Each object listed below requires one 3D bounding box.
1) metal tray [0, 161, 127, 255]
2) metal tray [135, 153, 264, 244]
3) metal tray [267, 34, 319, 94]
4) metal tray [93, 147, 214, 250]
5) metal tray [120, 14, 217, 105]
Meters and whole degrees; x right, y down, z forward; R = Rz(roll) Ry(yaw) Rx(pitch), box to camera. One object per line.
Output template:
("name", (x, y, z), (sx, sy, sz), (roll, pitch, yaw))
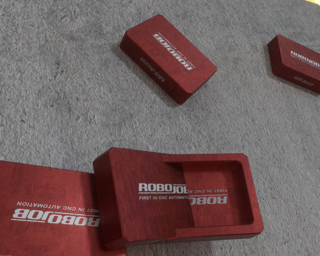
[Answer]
("metal tray", (-0.098, 0.086, 0.295), (0.131, 0.030, 0.090), (12, 57, -22))
("metal tray", (0.038, 0.075, 0.339), (0.131, 0.030, 0.090), (0, 61, -8))
("metal tray", (0.286, -0.130, 0.633), (0.131, 0.030, 0.090), (17, 55, -18))
("metal tray", (-0.003, 0.073, 0.330), (0.131, 0.030, 0.090), (11, 55, -43))
("metal tray", (0.015, -0.108, 0.474), (0.130, 0.030, 0.090), (44, 51, 2))
